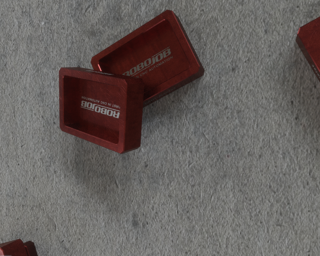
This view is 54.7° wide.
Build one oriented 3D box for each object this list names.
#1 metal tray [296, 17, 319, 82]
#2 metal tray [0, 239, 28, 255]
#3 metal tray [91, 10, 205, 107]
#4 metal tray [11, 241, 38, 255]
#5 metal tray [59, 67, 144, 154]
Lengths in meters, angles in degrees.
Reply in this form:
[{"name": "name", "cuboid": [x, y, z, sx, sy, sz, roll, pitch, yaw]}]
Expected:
[{"name": "metal tray", "cuboid": [0.219, -0.070, 0.329, 0.090, 0.030, 0.130, -28, 81, 17]}, {"name": "metal tray", "cuboid": [-0.241, 0.224, 0.469, 0.130, 0.030, 0.090, -24, 85, 35]}, {"name": "metal tray", "cuboid": [-0.019, -0.082, 0.412, 0.130, 0.030, 0.090, -27, 81, 18]}, {"name": "metal tray", "cuboid": [-0.247, 0.239, 0.467, 0.131, 0.030, 0.090, -20, 83, -6]}, {"name": "metal tray", "cuboid": [-0.081, -0.028, 0.404, 0.130, 0.030, 0.089, 16, 109, 36]}]
